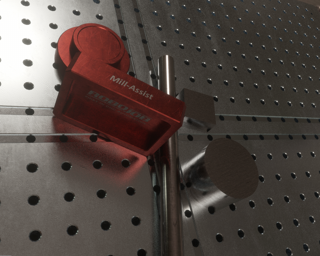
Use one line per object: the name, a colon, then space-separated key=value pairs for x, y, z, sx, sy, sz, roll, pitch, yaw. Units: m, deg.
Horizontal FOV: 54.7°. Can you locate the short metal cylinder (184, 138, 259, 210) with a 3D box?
short metal cylinder: x=0.079 y=0.059 z=0.400 sx=0.081 sy=0.050 sz=0.080 roll=14 pitch=56 yaw=-21

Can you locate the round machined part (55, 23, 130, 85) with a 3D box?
round machined part: x=-0.086 y=-0.100 z=0.413 sx=0.099 sy=0.042 sz=0.098 roll=14 pitch=56 yaw=-21

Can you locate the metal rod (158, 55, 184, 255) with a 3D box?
metal rod: x=0.012 y=0.025 z=0.400 sx=0.025 sy=0.025 sz=0.299 roll=13 pitch=56 yaw=-22

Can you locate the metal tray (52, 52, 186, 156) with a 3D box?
metal tray: x=-0.048 y=-0.021 z=0.354 sx=0.131 sy=0.090 sz=0.030 roll=25 pitch=53 yaw=-13

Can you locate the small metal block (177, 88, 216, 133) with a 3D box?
small metal block: x=0.052 y=-0.025 z=0.454 sx=0.050 sy=0.025 sz=0.050 roll=14 pitch=56 yaw=-21
